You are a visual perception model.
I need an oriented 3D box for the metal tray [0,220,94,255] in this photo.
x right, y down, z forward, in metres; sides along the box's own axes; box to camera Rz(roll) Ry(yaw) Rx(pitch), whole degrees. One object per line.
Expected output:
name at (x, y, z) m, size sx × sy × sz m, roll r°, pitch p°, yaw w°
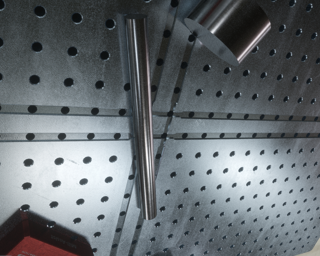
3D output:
metal tray at (-0.167, 0.190, 0.434) m, size 0.090 × 0.030 × 0.130 m, roll -44°, pitch 130°, yaw 2°

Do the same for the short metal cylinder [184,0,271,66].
short metal cylinder at (0.074, -0.114, 0.345) m, size 0.050 × 0.080 × 0.080 m, roll -49°, pitch 129°, yaw 7°

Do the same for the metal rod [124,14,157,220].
metal rod at (-0.021, 0.009, 0.404) m, size 0.025 × 0.025 × 0.298 m, roll -15°, pitch 125°, yaw -20°
